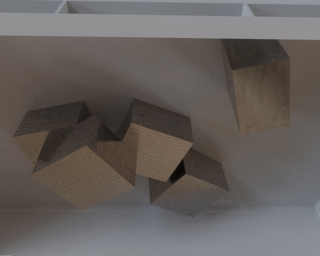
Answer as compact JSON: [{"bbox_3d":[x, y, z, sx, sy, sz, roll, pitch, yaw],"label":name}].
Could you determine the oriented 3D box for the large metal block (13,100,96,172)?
[{"bbox_3d":[-0.126,0.017,0.406,0.080,0.050,0.080,-10,130,8],"label":"large metal block"}]

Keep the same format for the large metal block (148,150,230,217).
[{"bbox_3d":[0.040,0.081,0.457,0.080,0.050,0.080,25,126,-27],"label":"large metal block"}]

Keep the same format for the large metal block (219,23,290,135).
[{"bbox_3d":[0.099,-0.053,0.329,0.050,0.080,0.080,-11,129,9],"label":"large metal block"}]

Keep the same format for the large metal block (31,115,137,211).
[{"bbox_3d":[-0.085,0.043,0.363,0.080,0.050,0.080,-27,125,21],"label":"large metal block"}]

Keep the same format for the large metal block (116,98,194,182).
[{"bbox_3d":[-0.012,0.018,0.408,0.080,0.050,0.079,19,128,-15],"label":"large metal block"}]
